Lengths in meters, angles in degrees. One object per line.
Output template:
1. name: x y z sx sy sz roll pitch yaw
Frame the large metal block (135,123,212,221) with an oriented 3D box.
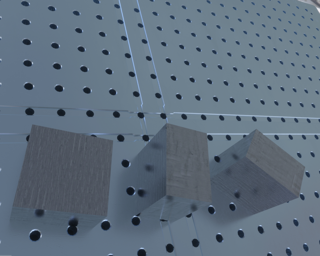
1. large metal block: 0.012 0.053 0.349 0.050 0.080 0.080 14 56 -21

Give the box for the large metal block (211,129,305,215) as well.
1. large metal block: 0.125 0.060 0.406 0.080 0.080 0.050 38 51 -4

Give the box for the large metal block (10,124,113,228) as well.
1. large metal block: -0.096 0.051 0.310 0.081 0.050 0.080 13 56 -22
